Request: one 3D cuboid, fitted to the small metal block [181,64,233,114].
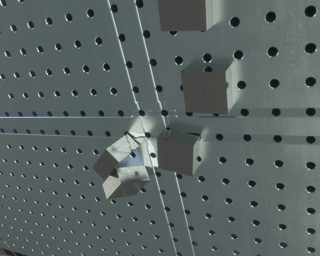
[{"bbox_3d":[0.055,-0.044,0.354,0.050,0.025,0.050,4,121,25],"label":"small metal block"}]

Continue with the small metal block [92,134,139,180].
[{"bbox_3d":[-0.064,0.042,0.451,0.025,0.050,0.050,45,129,5],"label":"small metal block"}]

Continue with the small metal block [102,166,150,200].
[{"bbox_3d":[-0.051,0.082,0.468,0.050,0.050,0.025,-50,53,39],"label":"small metal block"}]

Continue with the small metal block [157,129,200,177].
[{"bbox_3d":[0.025,0.033,0.417,0.050,0.025,0.050,12,123,21],"label":"small metal block"}]

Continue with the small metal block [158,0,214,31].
[{"bbox_3d":[0.026,-0.128,0.317,0.050,0.025,0.050,7,122,24],"label":"small metal block"}]
